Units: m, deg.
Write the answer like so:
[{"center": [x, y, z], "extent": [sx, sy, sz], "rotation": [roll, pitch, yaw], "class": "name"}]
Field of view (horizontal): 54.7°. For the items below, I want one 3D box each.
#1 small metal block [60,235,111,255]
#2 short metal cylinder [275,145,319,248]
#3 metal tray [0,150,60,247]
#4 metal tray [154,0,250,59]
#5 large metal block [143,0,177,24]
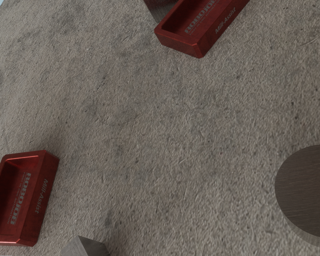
[{"center": [-0.073, 0.149, 0.335], "extent": [0.025, 0.050, 0.050], "rotation": [-44, 51, -2], "class": "small metal block"}, {"center": [0.147, 0.061, 0.273], "extent": [0.080, 0.050, 0.080], "rotation": [-13, 56, 21], "class": "short metal cylinder"}, {"center": [-0.204, 0.099, 0.446], "extent": [0.090, 0.030, 0.130], "rotation": [-8, 58, 24], "class": "metal tray"}, {"center": [0.064, -0.174, 0.473], "extent": [0.090, 0.030, 0.130], "rotation": [32, 79, 38], "class": "metal tray"}, {"center": [0.004, -0.236, 0.511], "extent": [0.080, 0.080, 0.050], "rotation": [-31, 52, 8], "class": "large metal block"}]
